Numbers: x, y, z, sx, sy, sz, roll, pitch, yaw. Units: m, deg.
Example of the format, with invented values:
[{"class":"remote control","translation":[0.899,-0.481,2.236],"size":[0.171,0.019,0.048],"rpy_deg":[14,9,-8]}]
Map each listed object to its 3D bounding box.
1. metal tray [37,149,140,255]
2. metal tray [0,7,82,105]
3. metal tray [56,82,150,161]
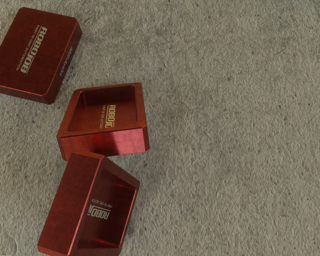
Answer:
[{"class":"metal tray","translation":[-0.062,0.083,0.318],"size":[0.030,0.130,0.090],"rpy_deg":[11,72,16]},{"class":"metal tray","translation":[-0.177,-0.105,0.442],"size":[0.090,0.030,0.130],"rpy_deg":[13,70,5]},{"class":"metal tray","translation":[-0.063,-0.014,0.368],"size":[0.091,0.030,0.130],"rpy_deg":[-7,29,-3]}]
